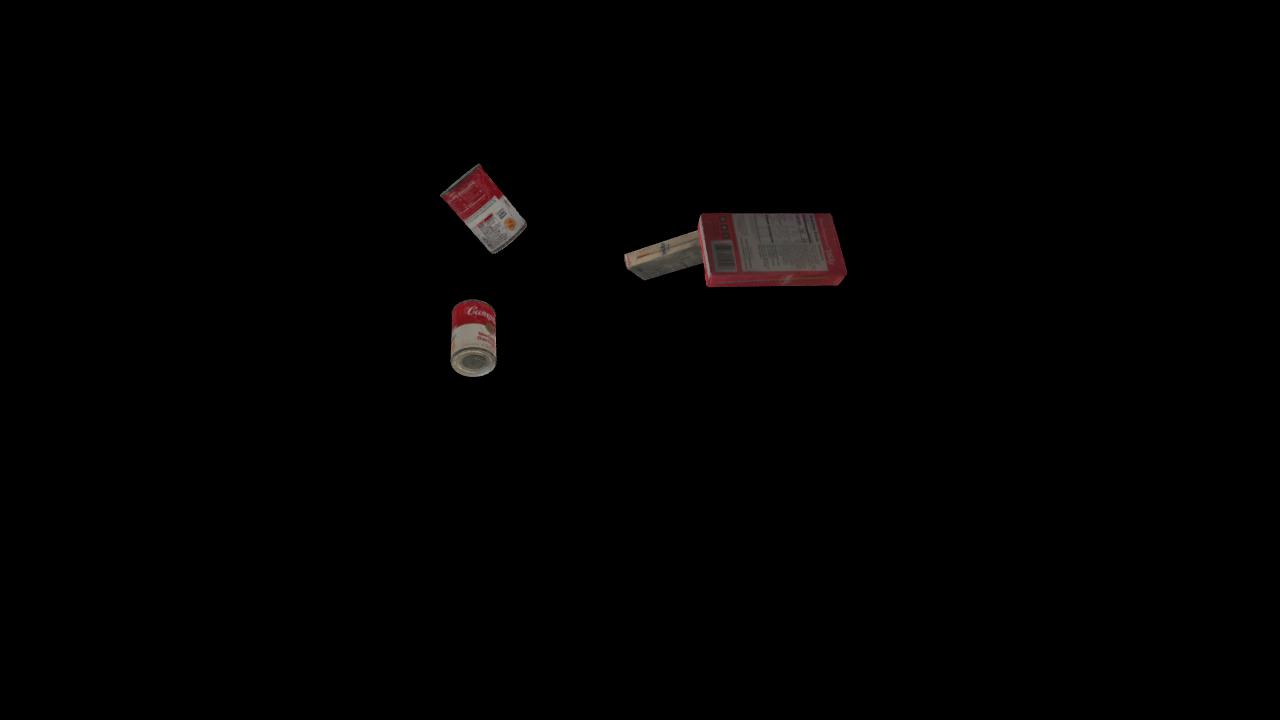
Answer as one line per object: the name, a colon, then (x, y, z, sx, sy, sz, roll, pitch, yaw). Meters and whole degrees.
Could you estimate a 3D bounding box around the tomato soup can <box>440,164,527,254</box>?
tomato soup can: (-0.209, -0.203, 0.832, 0.068, 0.101, 0.068, -32, 25, 17)

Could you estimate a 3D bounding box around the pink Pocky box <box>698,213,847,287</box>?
pink Pocky box: (0.145, -0.123, 0.684, 0.155, 0.084, 0.029, -2, -25, -8)

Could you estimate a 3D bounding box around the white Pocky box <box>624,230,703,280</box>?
white Pocky box: (0.060, -0.168, 0.979, 0.154, 0.028, 0.084, -15, -12, 18)

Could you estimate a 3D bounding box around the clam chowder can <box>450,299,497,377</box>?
clam chowder can: (-0.254, -0.033, 0.938, 0.068, 0.102, 0.068, -7, -38, -5)
